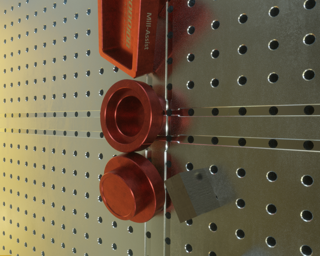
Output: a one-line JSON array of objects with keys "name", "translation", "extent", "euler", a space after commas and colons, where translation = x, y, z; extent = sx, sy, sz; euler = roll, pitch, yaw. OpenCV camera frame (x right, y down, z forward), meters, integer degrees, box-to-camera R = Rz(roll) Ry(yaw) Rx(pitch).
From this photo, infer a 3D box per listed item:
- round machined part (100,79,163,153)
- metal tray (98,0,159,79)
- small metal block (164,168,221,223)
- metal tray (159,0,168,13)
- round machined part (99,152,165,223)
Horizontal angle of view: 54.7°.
[{"name": "round machined part", "translation": [-0.034, -0.016, 0.427], "extent": [0.098, 0.042, 0.097], "euler": [0, 90, 40]}, {"name": "metal tray", "translation": [-0.045, -0.143, 0.410], "extent": [0.090, 0.030, 0.129], "euler": [37, 137, 33]}, {"name": "small metal block", "translation": [0.038, 0.077, 0.362], "extent": [0.025, 0.050, 0.050], "euler": [-35, 68, 35]}, {"name": "metal tray", "translation": [-0.024, -0.229, 0.426], "extent": [0.090, 0.030, 0.130], "euler": [-51, 60, 27]}, {"name": "round machined part", "translation": [-0.044, 0.085, 0.419], "extent": [0.098, 0.042, 0.097], "euler": [15, 115, 36]}]
